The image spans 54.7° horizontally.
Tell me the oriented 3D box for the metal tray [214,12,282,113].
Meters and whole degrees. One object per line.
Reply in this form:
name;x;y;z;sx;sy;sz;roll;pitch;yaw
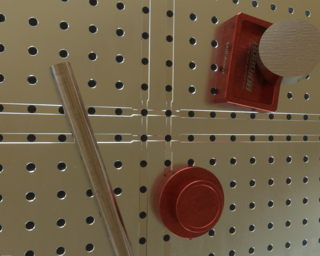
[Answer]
metal tray;0.136;-0.093;0.459;0.091;0.030;0.129;10;87;-20

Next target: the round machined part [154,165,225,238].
round machined part;0.045;0.101;0.420;0.099;0.042;0.097;0;90;-20

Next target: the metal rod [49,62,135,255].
metal rod;-0.075;0.067;0.384;0.025;0.025;0.298;-20;97;-19

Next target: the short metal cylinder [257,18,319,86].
short metal cylinder;0.178;-0.104;0.432;0.080;0.050;0.080;-1;85;13
